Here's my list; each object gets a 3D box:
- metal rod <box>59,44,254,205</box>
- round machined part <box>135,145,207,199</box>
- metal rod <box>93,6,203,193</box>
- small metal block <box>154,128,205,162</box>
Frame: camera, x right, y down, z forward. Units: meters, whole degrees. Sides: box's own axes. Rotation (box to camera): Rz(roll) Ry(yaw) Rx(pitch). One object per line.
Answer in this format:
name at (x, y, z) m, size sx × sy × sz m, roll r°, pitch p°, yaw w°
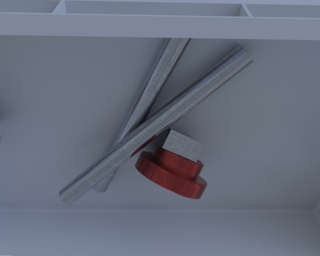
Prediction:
metal rod at (-0.017, 0.006, 0.384) m, size 0.300 × 0.025 × 0.025 m, roll -38°, pitch 121°, yaw 17°
round machined part at (0.020, 0.052, 0.417) m, size 0.099 × 0.098 × 0.042 m, roll 24°, pitch 94°, yaw -20°
metal rod at (-0.031, -0.012, 0.397) m, size 0.025 × 0.025 × 0.298 m, roll 19°, pitch 127°, yaw -16°
small metal block at (0.022, 0.018, 0.404) m, size 0.050 × 0.050 × 0.025 m, roll 25°, pitch 93°, yaw -20°
